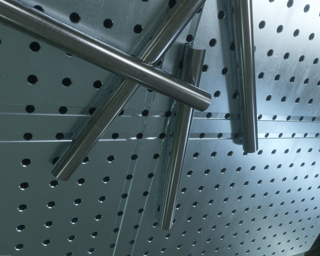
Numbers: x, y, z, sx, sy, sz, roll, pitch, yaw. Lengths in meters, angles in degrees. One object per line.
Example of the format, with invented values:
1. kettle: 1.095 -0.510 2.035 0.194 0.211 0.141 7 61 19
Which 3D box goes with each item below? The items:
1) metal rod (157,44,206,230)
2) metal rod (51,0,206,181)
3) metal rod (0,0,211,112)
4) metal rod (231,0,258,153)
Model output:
1. metal rod: 0.026 0.031 0.446 0.025 0.025 0.298 -7 122 -25
2. metal rod: -0.030 -0.059 0.359 0.025 0.025 0.299 32 100 -39
3. metal rod: -0.070 -0.078 0.302 0.302 0.025 0.025 21 107 -29
4. metal rod: 0.118 -0.081 0.427 0.025 0.025 0.298 -26 128 -13
